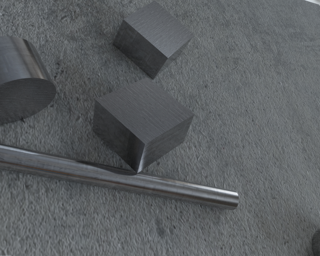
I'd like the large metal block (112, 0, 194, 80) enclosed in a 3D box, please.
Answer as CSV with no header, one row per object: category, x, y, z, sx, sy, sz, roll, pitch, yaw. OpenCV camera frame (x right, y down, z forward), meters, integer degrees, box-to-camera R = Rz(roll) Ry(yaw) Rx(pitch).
large metal block,-0.009,-0.133,0.464,0.080,0.050,0.080,41,51,0

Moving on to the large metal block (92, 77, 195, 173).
large metal block,-0.021,-0.007,0.366,0.080,0.050,0.081,40,48,23

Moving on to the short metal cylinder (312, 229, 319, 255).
short metal cylinder,0.259,0.171,0.422,0.081,0.050,0.080,14,56,-21

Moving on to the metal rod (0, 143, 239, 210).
metal rod,-0.044,0.057,0.345,0.302,0.025,0.025,15,56,-20

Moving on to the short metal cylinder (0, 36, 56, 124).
short metal cylinder,-0.154,-0.046,0.313,0.081,0.080,0.050,-20,72,-35
